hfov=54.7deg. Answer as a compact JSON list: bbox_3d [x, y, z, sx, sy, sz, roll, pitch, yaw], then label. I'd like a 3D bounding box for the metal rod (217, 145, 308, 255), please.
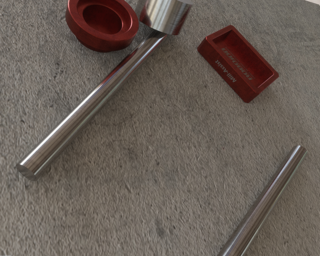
[{"bbox_3d":[0.131,0.110,0.407,0.025,0.025,0.302,49,51,6],"label":"metal rod"}]

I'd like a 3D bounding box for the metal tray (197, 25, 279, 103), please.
[{"bbox_3d":[0.139,-0.115,0.544,0.130,0.030,0.091,49,51,6],"label":"metal tray"}]

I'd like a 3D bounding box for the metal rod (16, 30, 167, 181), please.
[{"bbox_3d":[-0.066,-0.053,0.400,0.025,0.025,0.301,37,51,-4],"label":"metal rod"}]

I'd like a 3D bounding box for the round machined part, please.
[{"bbox_3d":[-0.083,-0.146,0.437,0.099,0.042,0.098,14,56,-21],"label":"round machined part"}]

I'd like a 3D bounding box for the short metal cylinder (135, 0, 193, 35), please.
[{"bbox_3d":[0.005,-0.188,0.486,0.080,0.050,0.080,19,30,-12],"label":"short metal cylinder"}]
